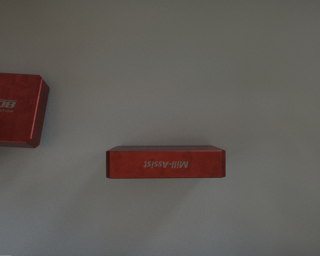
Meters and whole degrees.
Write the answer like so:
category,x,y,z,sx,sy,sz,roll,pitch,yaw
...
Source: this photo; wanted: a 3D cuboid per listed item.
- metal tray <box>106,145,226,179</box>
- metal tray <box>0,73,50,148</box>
category,x,y,z,sx,sy,sz,roll,pitch,yaw
metal tray,0.006,0.039,0.379,0.131,0.090,0.030,0,90,-1
metal tray,-0.217,-0.024,0.393,0.131,0.030,0.090,3,72,-1
